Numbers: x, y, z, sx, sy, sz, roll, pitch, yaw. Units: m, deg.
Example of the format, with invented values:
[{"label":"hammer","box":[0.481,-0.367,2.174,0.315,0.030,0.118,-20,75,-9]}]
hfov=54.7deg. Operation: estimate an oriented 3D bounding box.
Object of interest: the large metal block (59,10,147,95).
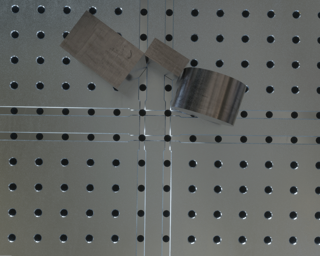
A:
[{"label":"large metal block","box":[-0.065,-0.088,0.385,0.080,0.080,0.050,37,90,-1]}]

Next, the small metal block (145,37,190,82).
[{"label":"small metal block","box":[0.008,-0.086,0.401,0.050,0.050,0.025,33,90,-1]}]

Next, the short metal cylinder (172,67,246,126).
[{"label":"short metal cylinder","box":[0.061,-0.038,0.387,0.080,0.080,0.050,18,90,-1]}]
